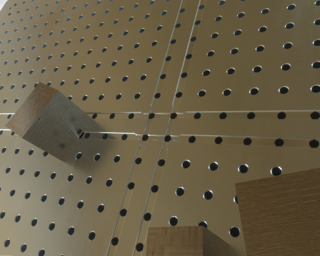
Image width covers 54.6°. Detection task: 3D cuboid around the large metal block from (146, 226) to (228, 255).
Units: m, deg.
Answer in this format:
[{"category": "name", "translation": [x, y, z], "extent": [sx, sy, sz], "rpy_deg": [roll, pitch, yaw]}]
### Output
[{"category": "large metal block", "translation": [0.027, 0.137, 0.275], "extent": [0.050, 0.080, 0.080], "rpy_deg": [-10, 58, 23]}]

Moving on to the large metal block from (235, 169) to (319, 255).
[{"category": "large metal block", "translation": [0.119, 0.088, 0.276], "extent": [0.080, 0.050, 0.080], "rpy_deg": [-15, 56, 20]}]

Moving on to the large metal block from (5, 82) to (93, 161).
[{"category": "large metal block", "translation": [-0.164, -0.009, 0.466], "extent": [0.050, 0.080, 0.080], "rpy_deg": [23, 74, 36]}]
